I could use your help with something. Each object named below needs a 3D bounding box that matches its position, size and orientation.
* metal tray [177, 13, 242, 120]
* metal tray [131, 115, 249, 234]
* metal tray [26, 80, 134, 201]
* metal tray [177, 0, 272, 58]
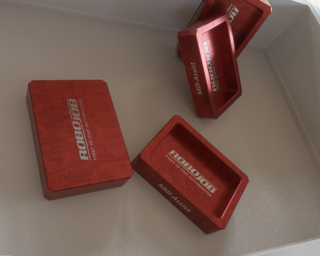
[{"bbox_3d":[0.077,-0.089,0.449,0.091,0.030,0.129,-40,123,-39],"label":"metal tray"},{"bbox_3d":[0.041,0.056,0.389,0.130,0.030,0.090,42,51,0],"label":"metal tray"},{"bbox_3d":[-0.092,0.007,0.348,0.091,0.030,0.130,-6,65,-31],"label":"metal tray"},{"bbox_3d":[0.095,-0.153,0.480,0.091,0.129,0.030,21,39,-16],"label":"metal tray"}]
